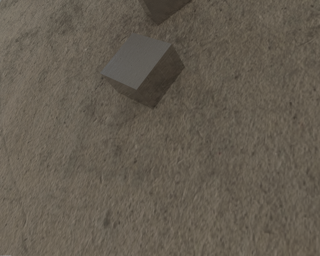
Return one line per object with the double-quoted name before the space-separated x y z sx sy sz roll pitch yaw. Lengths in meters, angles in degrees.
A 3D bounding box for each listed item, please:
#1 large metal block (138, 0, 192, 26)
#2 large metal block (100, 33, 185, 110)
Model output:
"large metal block" 0.001 -0.232 0.509 0.080 0.080 0.050 -37 51 3
"large metal block" -0.025 -0.084 0.451 0.080 0.050 0.080 28 77 37
